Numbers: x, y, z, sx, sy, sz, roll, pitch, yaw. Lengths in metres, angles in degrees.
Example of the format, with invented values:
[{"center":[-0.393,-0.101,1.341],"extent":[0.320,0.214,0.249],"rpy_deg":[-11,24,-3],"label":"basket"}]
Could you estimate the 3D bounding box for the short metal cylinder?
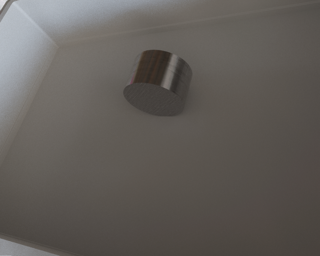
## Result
[{"center":[-0.002,-0.057,0.407],"extent":[0.080,0.080,0.050],"rpy_deg":[2,63,29],"label":"short metal cylinder"}]
